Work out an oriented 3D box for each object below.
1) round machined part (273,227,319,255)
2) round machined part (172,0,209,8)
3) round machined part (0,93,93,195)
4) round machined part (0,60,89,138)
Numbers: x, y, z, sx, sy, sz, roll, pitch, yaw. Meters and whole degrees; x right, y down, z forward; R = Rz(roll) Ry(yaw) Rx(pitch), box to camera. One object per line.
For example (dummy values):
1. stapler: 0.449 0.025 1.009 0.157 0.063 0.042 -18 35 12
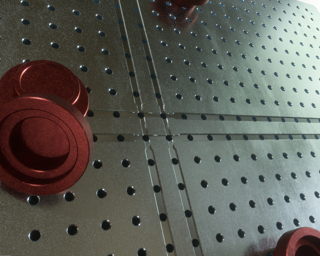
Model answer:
1. round machined part: 0.183 0.179 0.389 0.099 0.042 0.098 14 56 -21
2. round machined part: 0.051 -0.269 0.591 0.099 0.042 0.098 14 56 -21
3. round machined part: -0.115 0.013 0.305 0.098 0.098 0.042 30 14 -10
4. round machined part: -0.129 -0.038 0.351 0.099 0.042 0.098 14 56 -21
